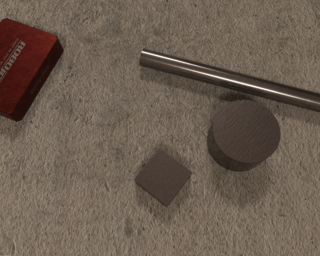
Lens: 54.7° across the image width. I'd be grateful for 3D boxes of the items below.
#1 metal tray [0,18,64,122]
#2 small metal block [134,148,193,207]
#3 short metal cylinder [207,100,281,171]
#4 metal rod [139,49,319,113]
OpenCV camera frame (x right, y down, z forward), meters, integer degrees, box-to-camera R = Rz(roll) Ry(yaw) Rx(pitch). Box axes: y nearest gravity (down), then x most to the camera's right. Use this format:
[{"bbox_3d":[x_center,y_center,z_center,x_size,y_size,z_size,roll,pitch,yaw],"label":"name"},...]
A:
[{"bbox_3d":[-0.208,-0.083,0.433,0.090,0.030,0.130,21,71,7],"label":"metal tray"},{"bbox_3d":[0.004,0.062,0.385,0.050,0.025,0.050,36,74,12],"label":"small metal block"},{"bbox_3d":[0.103,0.011,0.392,0.081,0.050,0.080,0,70,0],"label":"short metal cylinder"},{"bbox_3d":[0.119,-0.062,0.432,0.301,0.025,0.025,15,71,5],"label":"metal rod"}]
